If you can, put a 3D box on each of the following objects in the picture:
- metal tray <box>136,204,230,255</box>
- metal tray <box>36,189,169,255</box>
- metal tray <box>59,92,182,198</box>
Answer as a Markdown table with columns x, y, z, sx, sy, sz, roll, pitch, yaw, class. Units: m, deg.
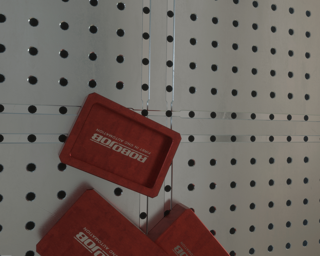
| x | y | z | sx | sy | sz | roll | pitch | yaw | class |
| --- | --- | --- | --- | --- | --- | --- | --- | --- | --- |
| 0.040 | 0.181 | 0.425 | 0.090 | 0.030 | 0.130 | -42 | 103 | -15 | metal tray |
| -0.065 | 0.146 | 0.367 | 0.130 | 0.030 | 0.090 | 41 | 76 | 2 | metal tray |
| -0.048 | 0.023 | 0.391 | 0.131 | 0.030 | 0.090 | 26 | 81 | -18 | metal tray |
